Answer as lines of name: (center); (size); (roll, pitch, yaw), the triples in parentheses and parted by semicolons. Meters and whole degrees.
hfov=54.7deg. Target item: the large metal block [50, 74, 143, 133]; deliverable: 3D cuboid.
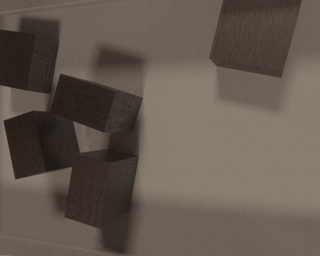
large metal block: (-0.080, -0.031, 0.408); (0.080, 0.080, 0.050); (19, 97, 18)

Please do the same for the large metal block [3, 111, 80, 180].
large metal block: (-0.162, 0.022, 0.437); (0.050, 0.080, 0.080); (-15, 85, 19)

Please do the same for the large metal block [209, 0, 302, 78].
large metal block: (0.110, -0.108, 0.358); (0.080, 0.050, 0.079); (15, 95, 19)

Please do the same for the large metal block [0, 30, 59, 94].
large metal block: (-0.209, -0.100, 0.469); (0.080, 0.050, 0.079); (12, 94, 19)

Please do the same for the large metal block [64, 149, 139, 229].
large metal block: (-0.073, 0.074, 0.406); (0.050, 0.080, 0.079); (11, 94, 19)
